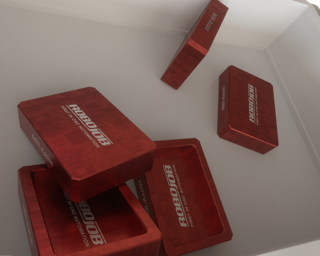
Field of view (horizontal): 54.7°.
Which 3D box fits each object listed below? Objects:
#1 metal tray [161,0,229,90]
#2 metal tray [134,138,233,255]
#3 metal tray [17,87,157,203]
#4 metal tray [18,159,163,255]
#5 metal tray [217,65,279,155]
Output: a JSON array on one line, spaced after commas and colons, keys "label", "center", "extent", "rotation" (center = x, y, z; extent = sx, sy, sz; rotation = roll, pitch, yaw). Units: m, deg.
[{"label": "metal tray", "center": [0.053, -0.128, 0.470], "extent": [0.030, 0.090, 0.130], "rotation": [33, 51, -7]}, {"label": "metal tray", "center": [0.022, 0.078, 0.366], "extent": [0.091, 0.030, 0.130], "rotation": [-3, 63, -30]}, {"label": "metal tray", "center": [-0.077, 0.008, 0.321], "extent": [0.091, 0.030, 0.130], "rotation": [-20, 46, -36]}, {"label": "metal tray", "center": [-0.068, 0.074, 0.273], "extent": [0.091, 0.030, 0.130], "rotation": [-4, 27, -30]}, {"label": "metal tray", "center": [0.140, -0.031, 0.496], "extent": [0.091, 0.030, 0.130], "rotation": [21, 54, -16]}]
